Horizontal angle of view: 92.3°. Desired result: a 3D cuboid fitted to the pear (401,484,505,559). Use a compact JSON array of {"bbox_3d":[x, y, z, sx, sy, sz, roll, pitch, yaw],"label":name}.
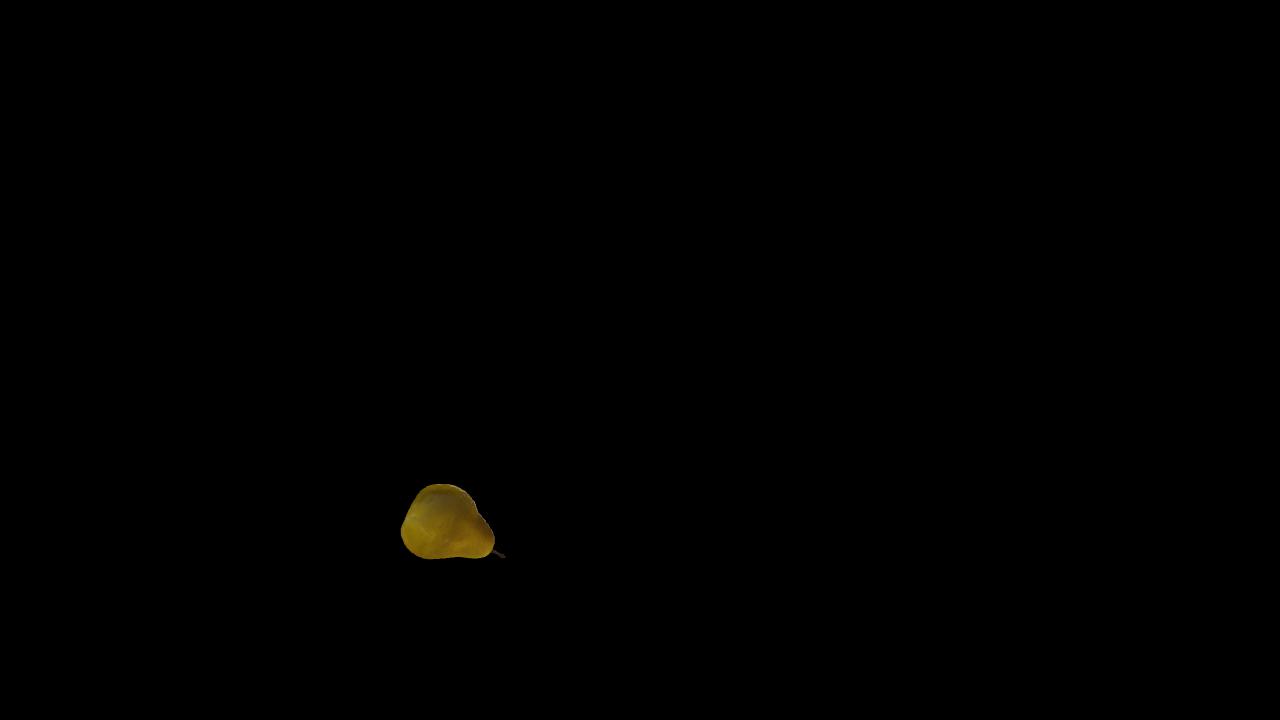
[{"bbox_3d":[-0.186,0.178,0.634,0.111,0.080,0.080,27,-4,-8],"label":"pear"}]
